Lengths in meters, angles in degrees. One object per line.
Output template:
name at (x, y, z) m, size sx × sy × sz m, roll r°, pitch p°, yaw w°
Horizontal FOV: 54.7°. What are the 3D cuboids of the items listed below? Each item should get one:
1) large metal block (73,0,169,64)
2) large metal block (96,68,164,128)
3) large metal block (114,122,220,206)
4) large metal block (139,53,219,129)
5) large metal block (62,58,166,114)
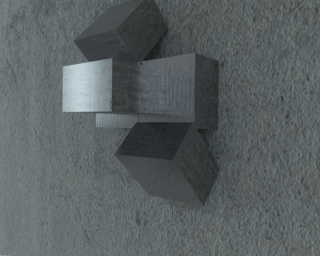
large metal block at (-0.049, -0.122, 0.401) m, size 0.080 × 0.050 × 0.080 m, roll 1°, pitch 47°, yaw 40°
large metal block at (-0.041, -0.040, 0.420) m, size 0.080 × 0.050 × 0.079 m, roll 1°, pitch 91°, yaw 39°
large metal block at (0.010, 0.039, 0.353) m, size 0.080 × 0.080 × 0.050 m, roll 1°, pitch 47°, yaw 39°
large metal block at (0.021, -0.040, 0.369) m, size 0.080 × 0.050 × 0.079 m, roll 1°, pitch 91°, yaw 39°
large metal block at (-0.050, -0.042, 0.345) m, size 0.080 × 0.081 × 0.050 m, roll 2°, pitch 91°, yaw 39°
